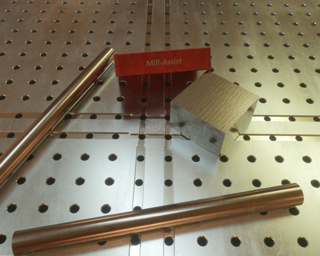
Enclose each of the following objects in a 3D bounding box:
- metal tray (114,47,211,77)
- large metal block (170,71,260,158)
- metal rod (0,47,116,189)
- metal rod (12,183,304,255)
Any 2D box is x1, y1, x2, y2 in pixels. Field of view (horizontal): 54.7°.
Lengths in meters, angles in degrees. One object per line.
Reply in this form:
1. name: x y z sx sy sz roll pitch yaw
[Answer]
1. metal tray: 0.000 -0.098 0.456 0.131 0.030 0.090 -6 14 -5
2. large metal block: 0.070 -0.021 0.410 0.080 0.050 0.080 33 57 24
3. metal rod: -0.144 -0.018 0.420 0.025 0.025 0.301 20 52 15
4. metal rod: 0.006 0.095 0.327 0.302 0.025 0.025 -8 51 -7
